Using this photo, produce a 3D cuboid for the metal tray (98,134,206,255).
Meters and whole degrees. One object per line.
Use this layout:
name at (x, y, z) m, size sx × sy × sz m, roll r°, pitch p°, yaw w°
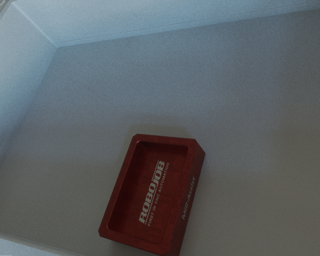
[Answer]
metal tray at (-0.008, 0.073, 0.361) m, size 0.090 × 0.030 × 0.130 m, roll 5°, pitch 64°, yaw 30°
